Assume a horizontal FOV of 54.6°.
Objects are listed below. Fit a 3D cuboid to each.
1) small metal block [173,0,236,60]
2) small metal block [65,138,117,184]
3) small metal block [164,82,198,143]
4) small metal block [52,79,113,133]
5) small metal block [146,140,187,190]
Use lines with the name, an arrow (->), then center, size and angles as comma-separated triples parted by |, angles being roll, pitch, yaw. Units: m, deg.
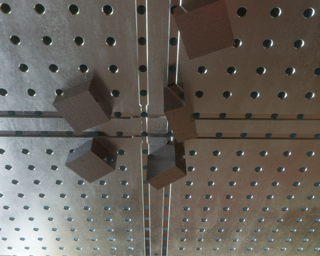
small metal block -> 0.046, -0.105, 0.322 | 0.050, 0.025, 0.050 | -16, 128, 13
small metal block -> -0.100, 0.049, 0.452 | 0.050, 0.025, 0.050 | -30, 124, 23
small metal block -> 0.025, -0.019, 0.379 | 0.025, 0.050, 0.050 | -16, 129, 13
small metal block -> -0.095, -0.026, 0.388 | 0.050, 0.025, 0.050 | -19, 128, 15
small metal block -> 0.009, 0.052, 0.440 | 0.050, 0.050, 0.025 | -32, 123, 24
